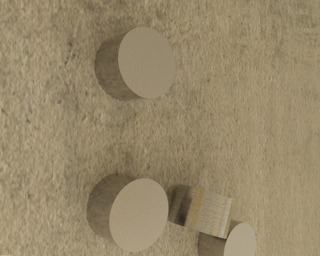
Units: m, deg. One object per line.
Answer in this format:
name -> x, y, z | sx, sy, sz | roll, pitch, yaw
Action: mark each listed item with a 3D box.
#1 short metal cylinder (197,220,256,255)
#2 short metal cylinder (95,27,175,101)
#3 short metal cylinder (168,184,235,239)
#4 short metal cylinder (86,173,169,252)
short metal cylinder -> 0.104, 0.181, 0.479 | 0.081, 0.050, 0.079 | 0, 90, -40
short metal cylinder -> -0.029, -0.073, 0.366 | 0.081, 0.050, 0.079 | 0, 90, -40
short metal cylinder -> 0.056, 0.112, 0.418 | 0.080, 0.080, 0.050 | 28, 73, -37
short metal cylinder -> -0.037, 0.095, 0.360 | 0.081, 0.050, 0.079 | 0, 90, -40
